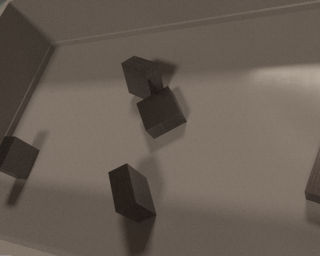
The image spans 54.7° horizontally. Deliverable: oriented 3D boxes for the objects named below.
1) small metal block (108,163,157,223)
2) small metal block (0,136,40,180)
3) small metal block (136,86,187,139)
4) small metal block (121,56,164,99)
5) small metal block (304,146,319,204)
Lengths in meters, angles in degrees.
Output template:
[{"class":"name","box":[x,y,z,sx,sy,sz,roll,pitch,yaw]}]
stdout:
[{"class":"small metal block","box":[-0.032,0.076,0.358,0.025,0.050,0.050,-27,53,11]},{"class":"small metal block","box":[-0.221,0.046,0.475,0.025,0.050,0.050,0,62,28]},{"class":"small metal block","box":[0.002,-0.021,0.417,0.050,0.025,0.050,-28,53,10]},{"class":"small metal block","box":[-0.024,-0.070,0.440,0.050,0.050,0.025,26,52,37]},{"class":"small metal block","box":[0.169,0.049,0.287,0.050,0.025,0.050,16,70,34]}]
